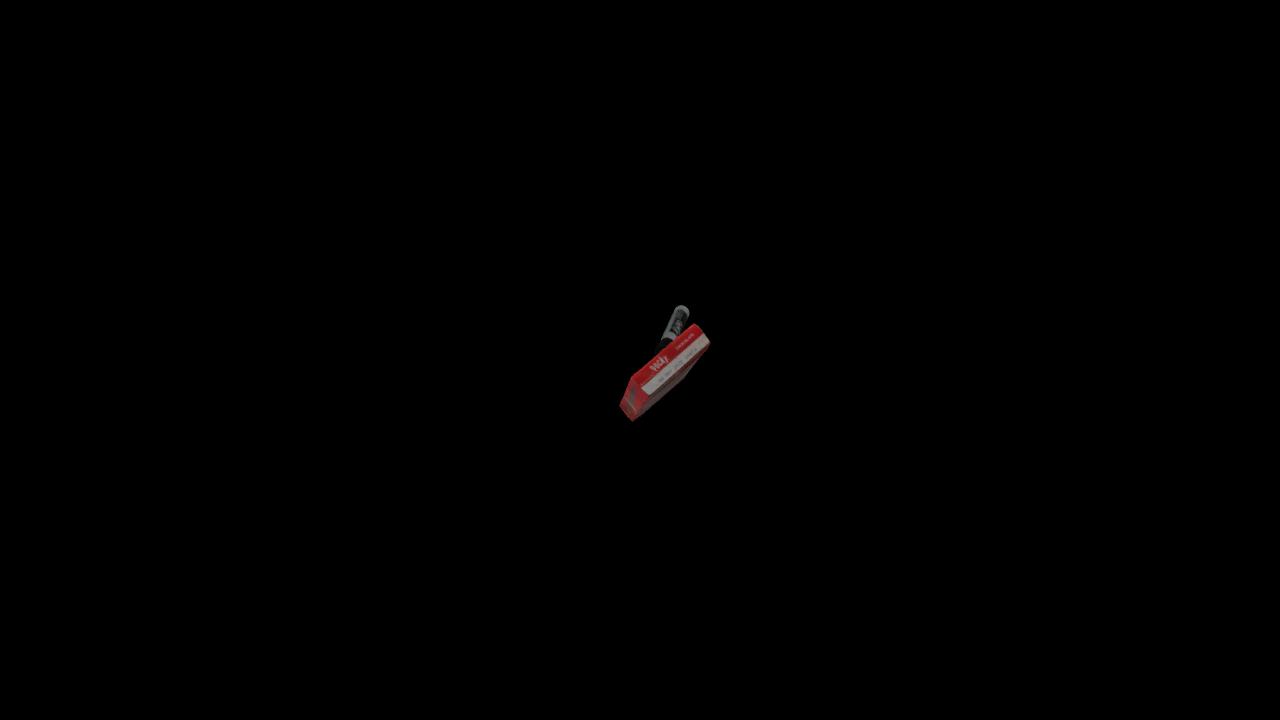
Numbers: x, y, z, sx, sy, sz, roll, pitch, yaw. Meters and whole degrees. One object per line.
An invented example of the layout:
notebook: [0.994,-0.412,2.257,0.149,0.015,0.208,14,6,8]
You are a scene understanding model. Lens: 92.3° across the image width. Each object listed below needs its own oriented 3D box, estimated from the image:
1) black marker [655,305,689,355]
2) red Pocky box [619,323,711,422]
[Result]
black marker: [0.036,-0.031,0.681,0.020,0.020,0.121,0,26,15]
red Pocky box: [0.021,0.018,0.631,0.083,0.028,0.155,-41,-7,-14]
